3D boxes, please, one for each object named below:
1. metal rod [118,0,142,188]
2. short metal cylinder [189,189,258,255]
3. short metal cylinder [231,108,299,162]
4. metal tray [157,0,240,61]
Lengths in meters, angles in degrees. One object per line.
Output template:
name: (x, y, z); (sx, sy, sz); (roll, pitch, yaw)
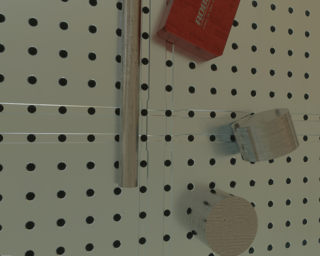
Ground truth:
metal rod: (-0.038, -0.075, 0.398); (0.025, 0.025, 0.298); (1, 90, -20)
short metal cylinder: (0.087, 0.130, 0.431); (0.081, 0.050, 0.080); (0, 90, -20)
short metal cylinder: (0.148, 0.009, 0.438); (0.081, 0.080, 0.050); (-22, 98, -19)
metal tray: (0.061, -0.172, 0.432); (0.091, 0.030, 0.130); (21, 83, -19)
